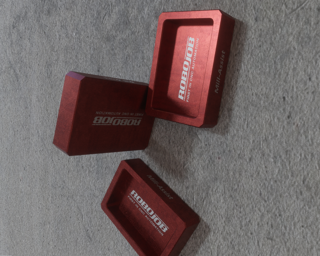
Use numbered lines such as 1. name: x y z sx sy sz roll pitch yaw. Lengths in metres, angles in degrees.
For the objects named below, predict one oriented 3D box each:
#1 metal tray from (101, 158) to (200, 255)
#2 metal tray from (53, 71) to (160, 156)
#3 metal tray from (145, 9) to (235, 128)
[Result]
1. metal tray: -0.019 0.113 0.417 0.130 0.030 0.089 40 114 32
2. metal tray: -0.060 -0.016 0.386 0.030 0.131 0.089 24 105 37
3. metal tray: 0.033 -0.071 0.374 0.090 0.030 0.129 15 99 39
